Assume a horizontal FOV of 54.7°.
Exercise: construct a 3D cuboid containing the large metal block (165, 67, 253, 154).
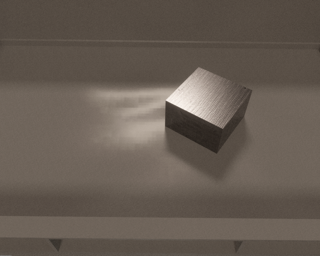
[{"bbox_3d":[0.063,-0.026,0.411,0.080,0.050,0.080,29,55,21],"label":"large metal block"}]
